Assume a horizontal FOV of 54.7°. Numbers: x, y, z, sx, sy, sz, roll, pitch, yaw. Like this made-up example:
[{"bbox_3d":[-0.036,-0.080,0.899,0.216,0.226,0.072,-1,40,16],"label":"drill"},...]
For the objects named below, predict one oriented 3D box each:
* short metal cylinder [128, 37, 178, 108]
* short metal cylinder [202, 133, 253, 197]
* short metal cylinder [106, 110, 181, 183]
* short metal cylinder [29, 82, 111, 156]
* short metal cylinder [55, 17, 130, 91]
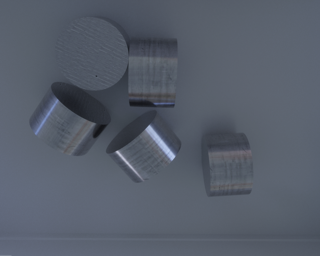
[{"bbox_3d":[-0.008,-0.064,0.358,0.050,0.080,0.079,2,110,-1],"label":"short metal cylinder"},{"bbox_3d":[0.084,0.047,0.401,0.050,0.080,0.079,-4,110,1],"label":"short metal cylinder"},{"bbox_3d":[-0.020,0.022,0.390,0.080,0.080,0.050,-36,107,12],"label":"short metal cylinder"},{"bbox_3d":[-0.108,-0.011,0.376,0.080,0.080,0.050,35,106,-12],"label":"short metal cylinder"},{"bbox_3d":[-0.075,-0.089,0.364,0.081,0.050,0.079,0,110,-1],"label":"short metal cylinder"}]
